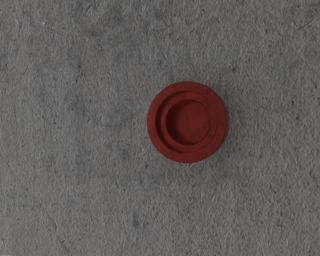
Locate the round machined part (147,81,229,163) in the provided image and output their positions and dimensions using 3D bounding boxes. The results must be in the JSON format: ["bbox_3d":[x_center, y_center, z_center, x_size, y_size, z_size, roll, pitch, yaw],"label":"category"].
[{"bbox_3d":[0.037,-0.007,0.387,0.098,0.042,0.097,0,90,20],"label":"round machined part"}]
